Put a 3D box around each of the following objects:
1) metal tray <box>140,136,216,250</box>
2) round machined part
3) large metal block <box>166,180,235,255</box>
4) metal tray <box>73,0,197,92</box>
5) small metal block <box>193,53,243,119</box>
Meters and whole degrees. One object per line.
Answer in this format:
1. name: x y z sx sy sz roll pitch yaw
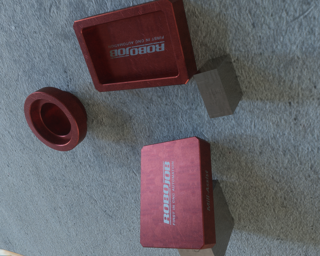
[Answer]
1. metal tray: 0.020 0.082 0.392 0.090 0.030 0.129 -12 69 33
2. round machined part: -0.150 -0.017 0.464 0.098 0.042 0.097 13 124 21
3. large metal block: 0.057 0.128 0.420 0.050 0.080 0.080 -9 114 32
4. metal tray: -0.030 -0.093 0.361 0.130 0.030 0.089 -1 118 28
5. small metal block: 0.064 -0.045 0.329 0.025 0.050 0.050 -11 113 33
